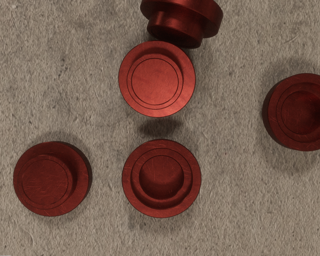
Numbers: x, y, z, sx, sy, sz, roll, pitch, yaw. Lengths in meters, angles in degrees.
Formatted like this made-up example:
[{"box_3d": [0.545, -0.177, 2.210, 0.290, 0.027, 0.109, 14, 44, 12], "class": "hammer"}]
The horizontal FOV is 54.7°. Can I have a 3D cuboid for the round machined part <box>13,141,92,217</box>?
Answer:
[{"box_3d": [-0.141, 0.066, 0.400, 0.099, 0.042, 0.097, 0, 90, -1], "class": "round machined part"}]

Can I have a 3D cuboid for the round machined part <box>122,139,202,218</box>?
[{"box_3d": [0.002, 0.062, 0.402, 0.099, 0.042, 0.097, 0, 90, -1], "class": "round machined part"}]

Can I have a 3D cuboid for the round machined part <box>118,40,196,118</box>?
[{"box_3d": [-0.004, -0.060, 0.389, 0.099, 0.042, 0.097, 1, 105, 5], "class": "round machined part"}]

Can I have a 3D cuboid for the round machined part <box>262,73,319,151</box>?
[{"box_3d": [0.182, -0.020, 0.404, 0.099, 0.042, 0.097, 0, 90, -1], "class": "round machined part"}]

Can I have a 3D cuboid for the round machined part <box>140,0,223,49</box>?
[{"box_3d": [0.022, -0.128, 0.374, 0.099, 0.098, 0.042, 18, 90, -1], "class": "round machined part"}]
